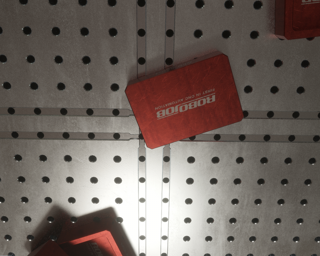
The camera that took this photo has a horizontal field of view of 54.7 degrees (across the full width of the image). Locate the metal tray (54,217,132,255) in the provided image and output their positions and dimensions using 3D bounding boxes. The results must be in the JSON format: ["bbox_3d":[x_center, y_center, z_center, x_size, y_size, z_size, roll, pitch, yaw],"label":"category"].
[{"bbox_3d":[-0.094,0.211,0.487,0.090,0.030,0.129,-19,109,6],"label":"metal tray"}]

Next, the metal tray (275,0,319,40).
[{"bbox_3d":[0.204,-0.155,0.356,0.131,0.030,0.089,-6,110,1],"label":"metal tray"}]

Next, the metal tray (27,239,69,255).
[{"bbox_3d":[-0.146,0.235,0.464,0.130,0.030,0.090,47,127,-5],"label":"metal tray"}]

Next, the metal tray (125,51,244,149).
[{"bbox_3d":[0.031,-0.035,0.398,0.131,0.030,0.090,-18,109,6],"label":"metal tray"}]
